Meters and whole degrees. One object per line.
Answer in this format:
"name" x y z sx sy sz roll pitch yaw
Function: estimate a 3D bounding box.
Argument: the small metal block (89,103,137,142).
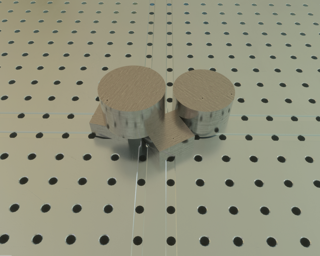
"small metal block" -0.060 -0.013 0.418 0.050 0.025 0.050 11 51 9

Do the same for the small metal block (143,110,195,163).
"small metal block" 0.009 0.010 0.399 0.050 0.025 0.050 -23 54 -18

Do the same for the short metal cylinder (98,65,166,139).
"short metal cylinder" -0.033 -0.033 0.386 0.081 0.050 0.080 0 50 0

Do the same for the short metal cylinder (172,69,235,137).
"short metal cylinder" 0.057 -0.034 0.421 0.081 0.050 0.080 0 50 0
